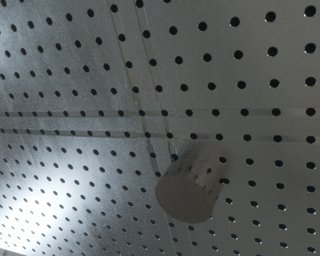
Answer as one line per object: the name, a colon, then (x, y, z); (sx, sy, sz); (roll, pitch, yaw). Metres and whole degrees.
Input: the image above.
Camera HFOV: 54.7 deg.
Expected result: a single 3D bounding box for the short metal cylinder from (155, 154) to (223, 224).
short metal cylinder: (0.040, 0.083, 0.424); (0.080, 0.050, 0.079); (13, 124, 20)
